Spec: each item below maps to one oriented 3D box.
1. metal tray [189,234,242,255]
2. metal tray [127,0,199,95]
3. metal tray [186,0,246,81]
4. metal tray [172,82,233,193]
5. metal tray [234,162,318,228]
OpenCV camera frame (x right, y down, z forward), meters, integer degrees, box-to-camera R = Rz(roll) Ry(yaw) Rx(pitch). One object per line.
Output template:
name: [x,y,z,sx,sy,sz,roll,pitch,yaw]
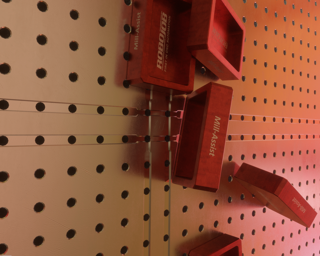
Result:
metal tray: [0.091,0.243,0.480,0.091,0.030,0.129,-8,95,-40]
metal tray: [0.007,-0.115,0.409,0.091,0.030,0.129,7,85,-40]
metal tray: [0.086,-0.132,0.451,0.131,0.030,0.090,20,75,-55]
metal tray: [0.053,0.013,0.407,0.030,0.090,0.129,13,81,-14]
metal tray: [0.196,0.114,0.526,0.130,0.090,0.030,41,78,-32]
